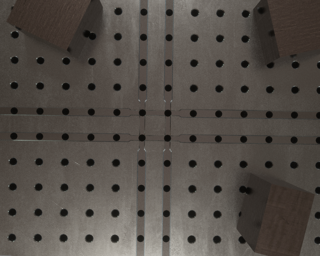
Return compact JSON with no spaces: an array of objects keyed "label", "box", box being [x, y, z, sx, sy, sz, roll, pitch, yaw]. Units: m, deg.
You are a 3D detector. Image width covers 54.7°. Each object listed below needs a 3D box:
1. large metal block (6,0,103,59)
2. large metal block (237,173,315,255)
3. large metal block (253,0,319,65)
[{"label":"large metal block","box":[-0.132,-0.147,0.399,0.080,0.050,0.080,26,90,-1]},{"label":"large metal block","box":[0.140,0.107,0.388,0.050,0.080,0.080,14,90,0]},{"label":"large metal block","box":[0.177,-0.134,0.403,0.080,0.050,0.080,-12,90,-1]}]
